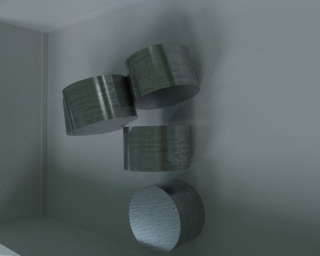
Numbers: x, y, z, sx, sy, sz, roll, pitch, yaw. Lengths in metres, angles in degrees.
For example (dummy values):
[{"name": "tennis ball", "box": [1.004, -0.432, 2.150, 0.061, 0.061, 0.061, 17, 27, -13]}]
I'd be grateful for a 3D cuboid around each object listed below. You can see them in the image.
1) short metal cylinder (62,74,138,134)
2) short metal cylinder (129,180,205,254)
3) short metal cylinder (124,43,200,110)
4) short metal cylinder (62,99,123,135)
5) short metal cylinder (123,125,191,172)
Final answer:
[{"name": "short metal cylinder", "box": [-0.072, -0.027, 0.377, 0.080, 0.081, 0.050, -19, 84, 38]}, {"name": "short metal cylinder", "box": [0.008, 0.108, 0.384, 0.080, 0.050, 0.080, 0, 90, 40]}, {"name": "short metal cylinder", "box": [0.002, -0.059, 0.369, 0.080, 0.081, 0.050, -23, 76, 38]}, {"name": "short metal cylinder", "box": [-0.098, -0.020, 0.452, 0.080, 0.081, 0.050, -14, 81, 39]}, {"name": "short metal cylinder", "box": [-0.004, 0.023, 0.374, 0.080, 0.081, 0.050, -2, 89, 40]}]
